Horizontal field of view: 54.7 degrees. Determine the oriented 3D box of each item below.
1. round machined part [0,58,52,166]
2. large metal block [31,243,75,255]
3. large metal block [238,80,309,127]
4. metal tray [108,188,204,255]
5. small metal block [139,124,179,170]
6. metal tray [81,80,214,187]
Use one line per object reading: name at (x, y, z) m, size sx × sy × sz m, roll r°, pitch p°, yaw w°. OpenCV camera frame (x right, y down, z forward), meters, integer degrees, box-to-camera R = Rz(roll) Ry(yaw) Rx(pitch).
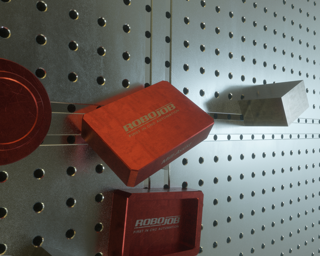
round machined part at (-0.145, -0.015, 0.276) m, size 0.099 × 0.042 × 0.097 m, roll 0°, pitch 90°, yaw -40°
large metal block at (-0.099, 0.174, 0.310) m, size 0.080 × 0.050 × 0.080 m, roll 37°, pitch 67°, yaw -34°
large metal block at (0.198, -0.042, 0.539) m, size 0.081 × 0.080 × 0.050 m, roll -32°, pitch 110°, yaw -35°
metal tray at (0.000, 0.126, 0.405) m, size 0.131 × 0.030 × 0.089 m, roll 8°, pitch 85°, yaw -40°
small metal block at (-0.009, 0.022, 0.385) m, size 0.025 × 0.050 × 0.050 m, roll 27°, pitch 73°, yaw -37°
metal tray at (-0.012, -0.001, 0.359) m, size 0.131 × 0.090 × 0.030 m, roll -29°, pitch 151°, yaw -36°
